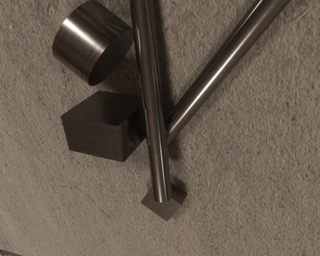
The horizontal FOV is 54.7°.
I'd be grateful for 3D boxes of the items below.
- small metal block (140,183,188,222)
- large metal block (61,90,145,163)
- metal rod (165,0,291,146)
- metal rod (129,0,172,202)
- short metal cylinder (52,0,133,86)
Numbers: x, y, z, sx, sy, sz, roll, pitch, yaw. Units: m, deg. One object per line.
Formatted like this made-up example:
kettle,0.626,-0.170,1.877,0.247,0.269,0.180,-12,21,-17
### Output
small metal block,0.006,0.106,0.468,0.050,0.025,0.050,35,129,4
large metal block,-0.065,-0.006,0.400,0.080,0.080,0.050,10,123,22
metal rod,0.064,-0.065,0.331,0.025,0.025,0.298,39,129,2
metal rod,-0.011,-0.046,0.359,0.025,0.025,0.298,5,114,25
short metal cylinder,-0.073,-0.094,0.350,0.050,0.080,0.080,39,129,1
